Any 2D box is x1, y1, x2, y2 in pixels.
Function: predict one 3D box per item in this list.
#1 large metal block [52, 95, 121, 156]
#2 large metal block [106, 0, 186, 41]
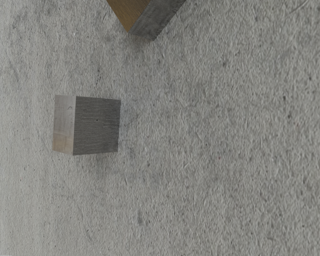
[{"bbox_3d":[-0.107,-0.005,0.458,0.050,0.081,0.079,7,95,40],"label":"large metal block"},{"bbox_3d":[-0.020,-0.176,0.405,0.080,0.050,0.080,-45,63,30],"label":"large metal block"}]
